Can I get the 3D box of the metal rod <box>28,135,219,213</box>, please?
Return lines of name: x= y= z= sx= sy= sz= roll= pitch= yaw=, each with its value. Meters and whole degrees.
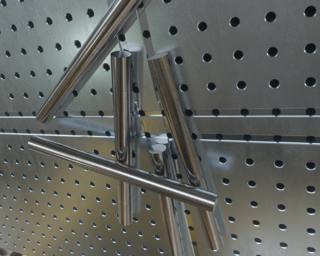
metal rod: x=-0.066 y=0.060 z=0.447 sx=0.301 sy=0.025 sz=0.025 roll=15 pitch=124 yaw=20

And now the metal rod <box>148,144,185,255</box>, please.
metal rod: x=0.020 y=0.159 z=0.497 sx=0.025 sy=0.025 sz=0.298 roll=4 pitch=121 yaw=26

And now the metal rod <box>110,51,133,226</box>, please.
metal rod: x=-0.054 y=0.035 z=0.459 sx=0.025 sy=0.025 sz=0.298 roll=15 pitch=125 yaw=19

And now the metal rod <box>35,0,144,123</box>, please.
metal rod: x=-0.095 y=-0.092 z=0.402 sx=0.025 sy=0.025 sz=0.299 roll=47 pitch=129 yaw=-5

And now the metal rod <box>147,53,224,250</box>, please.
metal rod: x=0.042 y=0.047 z=0.417 sx=0.025 sy=0.025 sz=0.298 roll=-5 pitch=116 yaw=30
